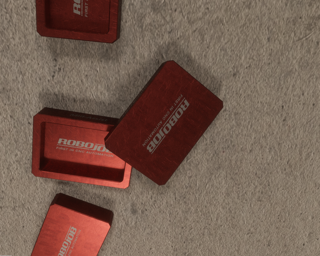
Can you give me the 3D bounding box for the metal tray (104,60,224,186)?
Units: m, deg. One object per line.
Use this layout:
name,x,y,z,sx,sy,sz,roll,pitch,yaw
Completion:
metal tray,0.005,-0.006,0.384,0.090,0.030,0.130,38,87,-13

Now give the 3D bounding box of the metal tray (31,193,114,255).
metal tray,-0.136,0.170,0.468,0.090,0.030,0.129,23,108,-9

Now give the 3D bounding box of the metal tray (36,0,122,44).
metal tray,-0.088,-0.166,0.344,0.091,0.030,0.129,5,110,-3

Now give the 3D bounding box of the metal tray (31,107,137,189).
metal tray,-0.100,0.028,0.415,0.131,0.030,0.089,9,110,-4
